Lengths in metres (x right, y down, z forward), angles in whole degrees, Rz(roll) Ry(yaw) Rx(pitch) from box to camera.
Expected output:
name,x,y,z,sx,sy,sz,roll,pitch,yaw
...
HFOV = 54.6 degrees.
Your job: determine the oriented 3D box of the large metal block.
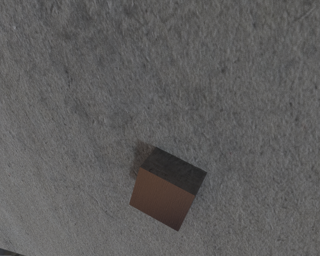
name,x,y,z,sx,sy,sz,roll,pitch,yaw
large metal block,0.010,0.086,0.439,0.080,0.050,0.079,26,128,12
